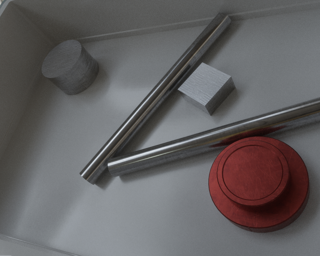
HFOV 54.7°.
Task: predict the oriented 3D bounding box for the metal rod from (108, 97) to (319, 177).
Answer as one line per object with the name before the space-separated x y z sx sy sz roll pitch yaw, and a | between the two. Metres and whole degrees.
metal rod | 0.076 0.009 0.359 0.301 0.025 0.025 -17 55 17

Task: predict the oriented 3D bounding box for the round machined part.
round machined part | 0.096 0.051 0.312 0.098 0.042 0.098 -13 56 20

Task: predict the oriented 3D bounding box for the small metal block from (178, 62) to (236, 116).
small metal block | 0.061 -0.051 0.405 0.050 0.025 0.050 -48 52 -6

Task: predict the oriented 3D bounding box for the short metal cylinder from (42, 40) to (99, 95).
short metal cylinder | -0.153 -0.104 0.531 0.080 0.050 0.080 -13 56 20

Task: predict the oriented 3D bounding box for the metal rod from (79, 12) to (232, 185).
metal rod | -0.002 -0.046 0.433 0.025 0.025 0.300 34 80 38
